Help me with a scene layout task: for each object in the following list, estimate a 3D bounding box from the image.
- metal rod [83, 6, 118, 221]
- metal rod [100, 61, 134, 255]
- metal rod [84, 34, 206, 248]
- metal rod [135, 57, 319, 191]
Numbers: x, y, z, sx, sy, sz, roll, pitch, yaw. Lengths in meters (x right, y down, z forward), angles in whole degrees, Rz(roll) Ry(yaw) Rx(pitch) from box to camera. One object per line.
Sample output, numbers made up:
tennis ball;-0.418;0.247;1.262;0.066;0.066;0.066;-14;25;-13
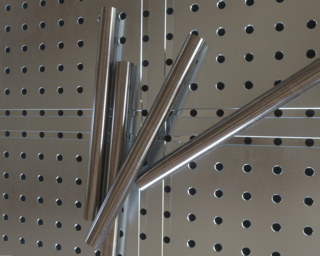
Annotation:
metal rod;-0.084;-0.018;0.440;0.025;0.025;0.298;6;92;19
metal rod;-0.061;0.058;0.432;0.025;0.025;0.298;6;92;19
metal rod;-0.020;0.019;0.403;0.025;0.025;0.299;28;93;17
metal rod;0.092;-0.006;0.379;0.300;0.025;0.025;-34;79;16
